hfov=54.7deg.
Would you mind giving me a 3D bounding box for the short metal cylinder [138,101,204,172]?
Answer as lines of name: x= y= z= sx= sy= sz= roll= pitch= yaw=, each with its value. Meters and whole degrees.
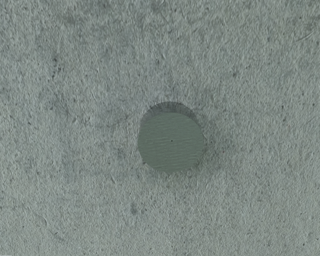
short metal cylinder: x=0.013 y=0.010 z=0.402 sx=0.081 sy=0.050 sz=0.079 roll=0 pitch=110 yaw=-1
